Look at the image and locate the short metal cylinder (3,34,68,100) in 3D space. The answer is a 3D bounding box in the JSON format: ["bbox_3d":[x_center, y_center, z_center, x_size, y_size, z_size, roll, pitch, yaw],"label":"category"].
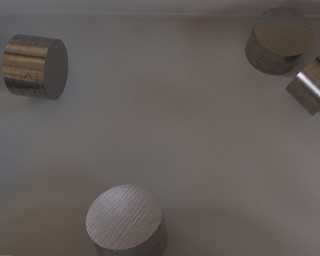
[{"bbox_3d":[-0.160,-0.079,0.408,0.050,0.080,0.080,8,70,2],"label":"short metal cylinder"}]

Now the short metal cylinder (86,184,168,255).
[{"bbox_3d":[-0.034,0.108,0.338,0.080,0.050,0.080,-5,39,4],"label":"short metal cylinder"}]

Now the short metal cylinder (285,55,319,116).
[{"bbox_3d":[0.214,-0.061,0.405,0.080,0.080,0.050,-36,74,-12],"label":"short metal cylinder"}]

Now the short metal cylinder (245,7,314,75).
[{"bbox_3d":[0.169,-0.123,0.444,0.081,0.050,0.080,0,70,0],"label":"short metal cylinder"}]
